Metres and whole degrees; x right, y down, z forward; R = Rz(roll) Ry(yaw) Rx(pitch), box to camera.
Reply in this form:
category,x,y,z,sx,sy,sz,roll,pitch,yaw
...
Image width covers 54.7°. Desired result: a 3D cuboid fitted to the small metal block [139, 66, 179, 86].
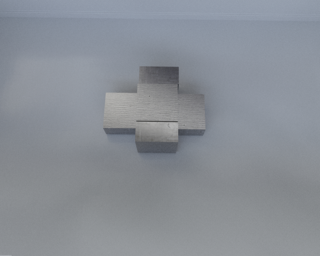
category,x,y,z,sx,sy,sz,roll,pitch,yaw
small metal block,-0.001,-0.059,0.415,0.050,0.050,0.025,1,70,0

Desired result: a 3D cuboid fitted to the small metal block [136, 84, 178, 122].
category,x,y,z,sx,sy,sz,roll,pitch,yaw
small metal block,-0.003,-0.028,0.390,0.050,0.025,0.050,1,70,0

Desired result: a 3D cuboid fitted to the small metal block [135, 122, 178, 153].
category,x,y,z,sx,sy,sz,roll,pitch,yaw
small metal block,-0.004,0.013,0.388,0.050,0.050,0.025,1,70,0

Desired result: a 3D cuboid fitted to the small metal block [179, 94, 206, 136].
category,x,y,z,sx,sy,sz,roll,pitch,yaw
small metal block,0.033,-0.018,0.414,0.050,0.025,0.050,1,70,0

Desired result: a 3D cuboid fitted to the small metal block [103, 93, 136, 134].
category,x,y,z,sx,sy,sz,roll,pitch,yaw
small metal block,-0.047,-0.019,0.414,0.050,0.025,0.050,1,70,0
